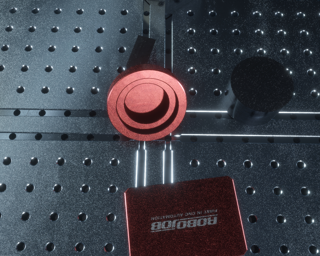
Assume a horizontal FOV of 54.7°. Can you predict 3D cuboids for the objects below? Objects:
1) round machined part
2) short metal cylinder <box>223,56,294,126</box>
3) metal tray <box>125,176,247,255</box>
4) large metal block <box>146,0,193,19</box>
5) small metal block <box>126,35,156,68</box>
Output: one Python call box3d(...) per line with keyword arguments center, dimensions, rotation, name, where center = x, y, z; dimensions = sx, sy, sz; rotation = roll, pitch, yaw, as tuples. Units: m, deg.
box3d(center=(-0.018, -0.035, 0.397), dimensions=(0.099, 0.097, 0.042), rotation=(-9, 30, -4), name="round machined part")
box3d(center=(0.130, -0.049, 0.418), dimensions=(0.081, 0.050, 0.080), rotation=(0, 70, 0), name="short metal cylinder")
box3d(center=(0.028, 0.111, 0.369), dimensions=(0.131, 0.030, 0.090), rotation=(-6, 70, -3), name="metal tray")
box3d(center=(0.013, -0.233, 0.484), dimensions=(0.080, 0.050, 0.080), rotation=(-37, 75, -13), name="large metal block")
box3d(center=(-0.025, -0.091, 0.432), dimensions=(0.025, 0.050, 0.050), rotation=(16, 71, 5), name="small metal block")
